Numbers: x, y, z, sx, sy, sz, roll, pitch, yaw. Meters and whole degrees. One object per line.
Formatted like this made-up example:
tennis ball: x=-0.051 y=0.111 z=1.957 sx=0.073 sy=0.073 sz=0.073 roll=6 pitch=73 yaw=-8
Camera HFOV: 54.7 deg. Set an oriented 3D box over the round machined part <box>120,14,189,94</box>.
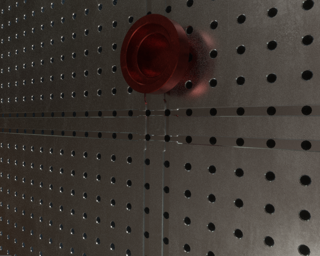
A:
round machined part: x=-0.002 y=-0.092 z=0.398 sx=0.098 sy=0.042 sz=0.097 roll=0 pitch=90 yaw=39
